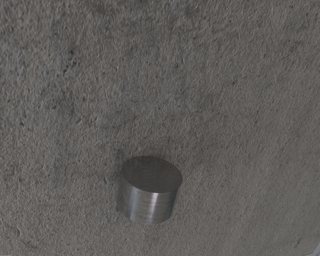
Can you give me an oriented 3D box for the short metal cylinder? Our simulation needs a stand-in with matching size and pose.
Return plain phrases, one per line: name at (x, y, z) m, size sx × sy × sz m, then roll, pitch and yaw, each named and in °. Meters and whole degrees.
short metal cylinder at (-0.015, 0.080, 0.412) m, size 0.081 × 0.080 × 0.050 m, roll -2°, pitch 119°, yaw -28°
